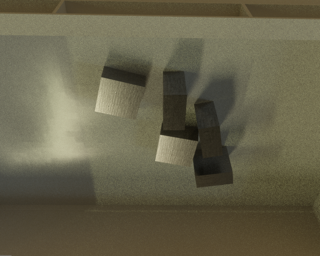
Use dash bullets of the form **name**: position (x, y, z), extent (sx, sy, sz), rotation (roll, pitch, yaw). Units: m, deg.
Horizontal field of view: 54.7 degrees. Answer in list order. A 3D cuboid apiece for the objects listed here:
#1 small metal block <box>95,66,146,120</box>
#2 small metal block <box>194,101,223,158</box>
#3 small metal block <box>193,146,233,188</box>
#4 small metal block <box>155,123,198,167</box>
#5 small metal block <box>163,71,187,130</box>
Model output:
- **small metal block**: position (-0.048, -0.041, 0.373), extent (0.050, 0.025, 0.050), rotation (12, 129, -11)
- **small metal block**: position (0.062, 0.002, 0.395), extent (0.025, 0.050, 0.050), rotation (-10, 130, 7)
- **small metal block**: position (0.074, 0.055, 0.441), extent (0.050, 0.050, 0.025), rotation (-8, 130, 6)
- **small metal block**: position (0.023, 0.024, 0.426), extent (0.050, 0.025, 0.050), rotation (10, 130, 0)
- **small metal block**: position (0.016, -0.032, 0.365), extent (0.025, 0.050, 0.050), rotation (0, 130, 0)
